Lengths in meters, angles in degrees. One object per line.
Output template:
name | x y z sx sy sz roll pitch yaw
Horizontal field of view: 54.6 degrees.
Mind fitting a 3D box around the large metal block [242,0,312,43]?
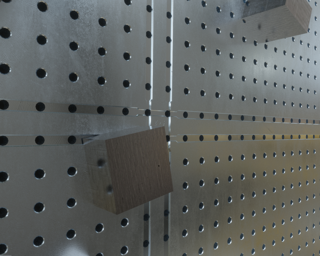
large metal block | 0.205 -0.201 0.543 0.080 0.080 0.050 27 73 -37

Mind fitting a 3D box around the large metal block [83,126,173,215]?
large metal block | -0.036 0.044 0.362 0.081 0.050 0.080 -13 99 -39
